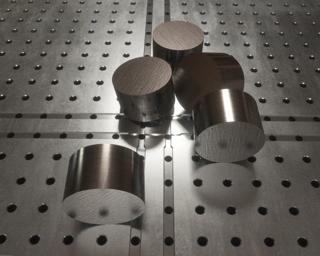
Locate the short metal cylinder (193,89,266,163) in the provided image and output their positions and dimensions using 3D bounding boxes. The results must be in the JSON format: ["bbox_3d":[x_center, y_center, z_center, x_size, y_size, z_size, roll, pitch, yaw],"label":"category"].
[{"bbox_3d":[0.081,-0.001,0.374,0.081,0.080,0.050,1,50,0],"label":"short metal cylinder"}]

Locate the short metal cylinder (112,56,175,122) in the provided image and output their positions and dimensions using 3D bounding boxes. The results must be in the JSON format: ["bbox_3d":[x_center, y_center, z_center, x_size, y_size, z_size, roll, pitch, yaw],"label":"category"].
[{"bbox_3d":[-0.021,-0.055,0.430,0.080,0.050,0.080,-5,49,6],"label":"short metal cylinder"}]

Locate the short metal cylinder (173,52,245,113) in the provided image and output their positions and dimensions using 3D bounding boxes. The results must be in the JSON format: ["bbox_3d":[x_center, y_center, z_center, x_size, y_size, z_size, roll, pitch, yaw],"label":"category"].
[{"bbox_3d":[0.064,-0.061,0.415,0.050,0.079,0.080,-12,46,-43],"label":"short metal cylinder"}]

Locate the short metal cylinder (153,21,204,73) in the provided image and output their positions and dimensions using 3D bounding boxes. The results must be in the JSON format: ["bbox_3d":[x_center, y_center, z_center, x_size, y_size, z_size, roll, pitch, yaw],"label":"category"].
[{"bbox_3d":[0.029,-0.129,0.501,0.081,0.050,0.080,0,50,0],"label":"short metal cylinder"}]

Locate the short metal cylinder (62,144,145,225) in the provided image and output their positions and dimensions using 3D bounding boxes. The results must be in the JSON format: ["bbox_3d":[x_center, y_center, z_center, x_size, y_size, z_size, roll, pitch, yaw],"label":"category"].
[{"bbox_3d":[-0.056,0.060,0.321,0.081,0.080,0.050,-2,50,-2],"label":"short metal cylinder"}]
